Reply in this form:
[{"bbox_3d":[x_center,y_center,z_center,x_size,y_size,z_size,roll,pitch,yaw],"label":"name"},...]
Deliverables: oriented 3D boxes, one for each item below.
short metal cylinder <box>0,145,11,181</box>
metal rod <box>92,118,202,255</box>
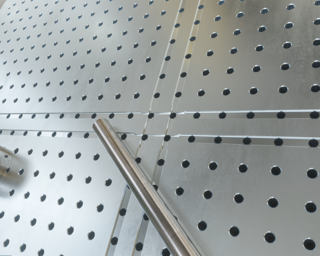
[{"bbox_3d":[-0.299,0.058,0.514,0.080,0.050,0.080,-13,56,21],"label":"short metal cylinder"},{"bbox_3d":[-0.012,0.084,0.362,0.025,0.025,0.300,-41,51,0],"label":"metal rod"}]
